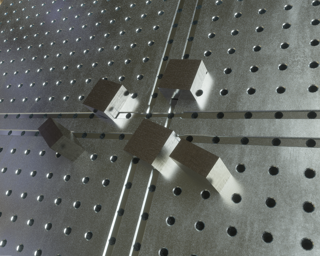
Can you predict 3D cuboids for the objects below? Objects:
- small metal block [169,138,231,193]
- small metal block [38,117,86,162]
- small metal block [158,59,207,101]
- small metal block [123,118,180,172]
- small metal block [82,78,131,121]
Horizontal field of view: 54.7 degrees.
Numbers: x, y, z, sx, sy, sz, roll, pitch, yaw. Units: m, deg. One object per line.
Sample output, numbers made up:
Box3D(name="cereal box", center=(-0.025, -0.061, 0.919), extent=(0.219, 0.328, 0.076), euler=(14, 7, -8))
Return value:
Box3D(name="small metal block", center=(0.045, 0.042, 0.342), extent=(0.050, 0.050, 0.025), euler=(27, 77, 37))
Box3D(name="small metal block", center=(-0.145, 0.017, 0.455), extent=(0.025, 0.050, 0.050), euler=(-45, 51, -3))
Box3D(name="small metal block", center=(0.032, -0.068, 0.432), extent=(0.050, 0.025, 0.050), euler=(9, 66, 31))
Box3D(name="small metal block", center=(-0.010, 0.021, 0.399), extent=(0.050, 0.025, 0.050), euler=(24, 74, 36))
Box3D(name="small metal block", center=(-0.082, -0.045, 0.477), extent=(0.050, 0.025, 0.050), euler=(21, 73, 35))
